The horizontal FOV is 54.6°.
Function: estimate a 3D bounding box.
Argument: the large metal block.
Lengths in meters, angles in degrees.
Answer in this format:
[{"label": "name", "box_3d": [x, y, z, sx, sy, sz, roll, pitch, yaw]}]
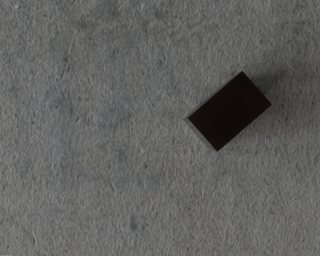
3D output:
[{"label": "large metal block", "box_3d": [0.077, -0.019, 0.383, 0.080, 0.080, 0.050, -41, 90, 0]}]
